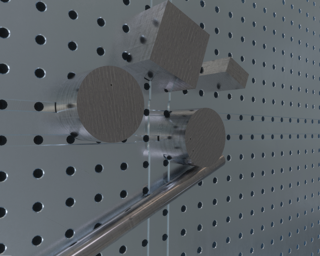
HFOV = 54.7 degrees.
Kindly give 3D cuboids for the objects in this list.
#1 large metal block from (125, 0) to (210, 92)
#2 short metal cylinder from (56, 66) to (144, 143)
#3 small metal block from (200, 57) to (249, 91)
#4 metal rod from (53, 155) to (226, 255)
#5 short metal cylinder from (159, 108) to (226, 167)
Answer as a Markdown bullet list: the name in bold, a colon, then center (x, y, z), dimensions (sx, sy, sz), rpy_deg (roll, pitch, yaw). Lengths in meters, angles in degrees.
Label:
- **large metal block**: center (0.012, -0.102, 0.403), dimensions (0.080, 0.050, 0.080), rpy_deg (26, 74, -37)
- **short metal cylinder**: center (-0.064, -0.025, 0.339), dimensions (0.081, 0.050, 0.079), rpy_deg (0, 90, -40)
- **small metal block**: center (0.099, -0.081, 0.476), dimensions (0.050, 0.050, 0.025), rpy_deg (30, 71, -36)
- **metal rod**: center (-0.016, 0.101, 0.396), dimensions (0.302, 0.025, 0.025), rpy_deg (-26, 107, -37)
- **short metal cylinder**: center (0.046, 0.013, 0.432), dimensions (0.081, 0.050, 0.079), rpy_deg (0, 90, -40)
